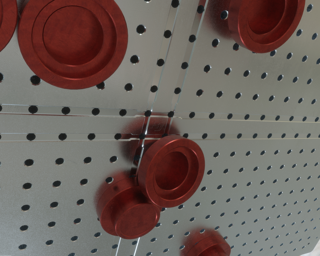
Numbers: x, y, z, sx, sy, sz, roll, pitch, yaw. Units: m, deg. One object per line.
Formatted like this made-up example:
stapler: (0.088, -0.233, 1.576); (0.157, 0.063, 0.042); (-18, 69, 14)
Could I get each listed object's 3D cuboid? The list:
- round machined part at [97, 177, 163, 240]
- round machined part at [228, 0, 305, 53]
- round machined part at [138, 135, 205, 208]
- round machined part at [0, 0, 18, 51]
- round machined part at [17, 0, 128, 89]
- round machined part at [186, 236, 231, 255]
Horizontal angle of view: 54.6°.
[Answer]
round machined part: (-0.039, 0.123, 0.455); (0.099, 0.042, 0.097); (-14, 124, -21)
round machined part: (0.123, -0.145, 0.377); (0.099, 0.042, 0.097); (-14, 124, -21)
round machined part: (0.012, 0.056, 0.430); (0.099, 0.042, 0.097); (-11, 109, -32)
round machined part: (-0.168, -0.102, 0.245); (0.099, 0.042, 0.097); (-14, 124, -21)
round machined part: (-0.084, -0.090, 0.298); (0.099, 0.042, 0.097); (-14, 124, -21)
round machined part: (0.101, 0.267, 0.619); (0.099, 0.042, 0.097); (-14, 124, -21)
